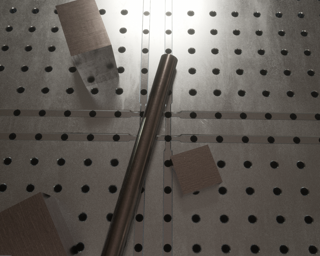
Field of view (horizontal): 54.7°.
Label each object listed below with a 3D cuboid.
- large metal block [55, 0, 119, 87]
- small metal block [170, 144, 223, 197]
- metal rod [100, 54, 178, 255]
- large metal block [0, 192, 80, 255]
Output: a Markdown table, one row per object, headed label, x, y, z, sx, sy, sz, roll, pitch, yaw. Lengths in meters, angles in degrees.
| label | x | y | z | sx | sy | sz | roll | pitch | yaw |
| --- | --- | --- | --- | --- | --- | --- | --- | --- | --- |
| large metal block | -0.097 | -0.115 | 0.424 | 0.050 | 0.080 | 0.080 | -19 | 71 | -7 |
| small metal block | 0.044 | 0.054 | 0.392 | 0.050 | 0.025 | 0.050 | -17 | 71 | -7 |
| metal rod | -0.024 | 0.036 | 0.398 | 0.025 | 0.025 | 0.299 | 14 | 70 | 5 |
| large metal block | -0.149 | 0.130 | 0.349 | 0.080 | 0.050 | 0.080 | -27 | 73 | -10 |
